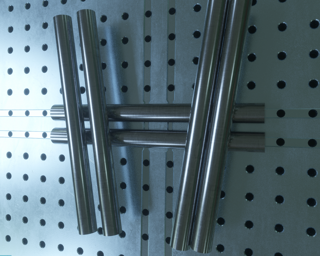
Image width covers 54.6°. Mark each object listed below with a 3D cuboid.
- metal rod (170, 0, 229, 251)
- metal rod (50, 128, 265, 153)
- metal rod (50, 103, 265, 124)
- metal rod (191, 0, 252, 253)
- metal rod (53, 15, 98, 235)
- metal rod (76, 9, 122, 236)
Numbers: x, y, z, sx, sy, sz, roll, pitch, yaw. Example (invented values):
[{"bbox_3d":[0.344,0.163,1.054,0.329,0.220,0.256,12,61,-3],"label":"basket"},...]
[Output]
[{"bbox_3d":[0.047,-0.003,0.371,0.025,0.025,0.298,10,93,20],"label":"metal rod"},{"bbox_3d":[-0.016,0.014,0.419,0.301,0.025,0.025,1,91,20],"label":"metal rod"},{"bbox_3d":[-0.017,-0.020,0.420,0.301,0.025,0.025,1,91,20],"label":"metal rod"},{"bbox_3d":[0.071,-0.004,0.362,0.025,0.025,0.298,10,93,20],"label":"metal rod"},{"bbox_3d":[-0.117,-0.006,0.429,0.025,0.025,0.299,-9,87,20],"label":"metal rod"},{"bbox_3d":[-0.082,-0.009,0.416,0.025,0.025,0.299,-8,87,20],"label":"metal rod"}]
